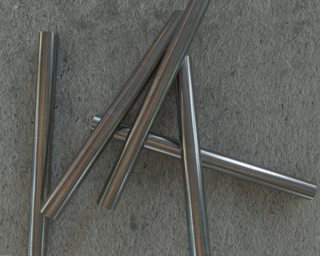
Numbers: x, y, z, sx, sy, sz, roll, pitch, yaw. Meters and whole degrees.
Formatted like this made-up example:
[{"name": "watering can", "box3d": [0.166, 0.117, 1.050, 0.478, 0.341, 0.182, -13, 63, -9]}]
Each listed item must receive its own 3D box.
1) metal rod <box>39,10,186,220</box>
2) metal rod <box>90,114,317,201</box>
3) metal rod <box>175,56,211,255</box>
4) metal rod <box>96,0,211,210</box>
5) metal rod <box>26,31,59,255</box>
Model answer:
[{"name": "metal rod", "box3d": [-0.051, -0.023, 0.387, 0.025, 0.025, 0.300, 33, 81, 0]}, {"name": "metal rod", "box3d": [0.057, 0.039, 0.410, 0.302, 0.025, 0.025, 17, 90, 0]}, {"name": "metal rod", "box3d": [0.040, 0.054, 0.378, 0.025, 0.025, 0.299, -4, 78, 0]}, {"name": "metal rod", "box3d": [-0.004, -0.040, 0.385, 0.025, 0.025, 0.299, 25, 88, 0]}, {"name": "metal rod", "box3d": [-0.155, 0.025, 0.408, 0.025, 0.025, 0.298, 3, 90, 0]}]
